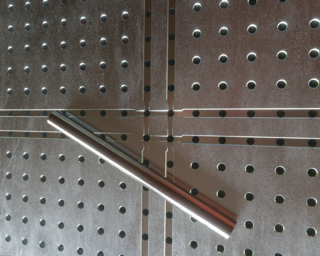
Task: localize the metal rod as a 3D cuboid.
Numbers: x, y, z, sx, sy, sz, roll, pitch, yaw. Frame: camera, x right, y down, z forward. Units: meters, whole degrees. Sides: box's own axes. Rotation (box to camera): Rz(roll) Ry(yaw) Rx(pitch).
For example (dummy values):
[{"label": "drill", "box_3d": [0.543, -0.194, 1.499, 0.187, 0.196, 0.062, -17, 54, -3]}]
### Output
[{"label": "metal rod", "box_3d": [-0.036, 0.055, 0.425, 0.300, 0.025, 0.025, 30, 100, 17]}]
